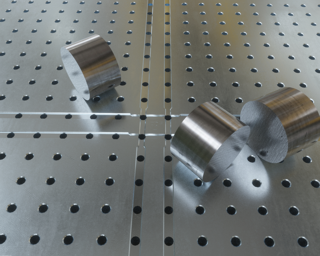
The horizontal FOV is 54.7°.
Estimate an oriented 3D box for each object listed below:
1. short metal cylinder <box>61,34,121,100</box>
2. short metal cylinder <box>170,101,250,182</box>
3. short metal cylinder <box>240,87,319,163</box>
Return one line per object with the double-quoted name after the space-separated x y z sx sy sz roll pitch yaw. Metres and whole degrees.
-0.099 -0.086 0.443 0.050 0.080 0.080 -30 57 -23 "short metal cylinder"
0.058 0.016 0.359 0.080 0.080 0.050 -35 59 -26 "short metal cylinder"
0.144 -0.004 0.377 0.050 0.080 0.080 -22 54 -18 "short metal cylinder"
